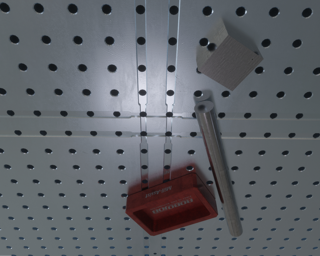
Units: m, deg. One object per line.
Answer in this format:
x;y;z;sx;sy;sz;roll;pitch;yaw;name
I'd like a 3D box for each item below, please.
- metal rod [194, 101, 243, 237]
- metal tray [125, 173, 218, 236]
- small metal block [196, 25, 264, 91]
0.098;0.082;0.482;0.025;0.025;0.299;-13;129;11;metal rod
0.020;0.132;0.520;0.130;0.030;0.090;-23;127;18;metal tray
0.077;-0.077;0.347;0.050;0.025;0.050;26;125;-21;small metal block
